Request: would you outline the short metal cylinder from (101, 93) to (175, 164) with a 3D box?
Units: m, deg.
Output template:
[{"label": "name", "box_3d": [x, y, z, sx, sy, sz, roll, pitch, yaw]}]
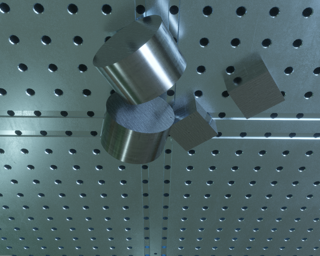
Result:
[{"label": "short metal cylinder", "box_3d": [-0.028, -0.003, 0.373, 0.081, 0.080, 0.050, 11, 129, -10]}]

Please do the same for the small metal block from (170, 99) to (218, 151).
[{"label": "small metal block", "box_3d": [0.041, -0.003, 0.410, 0.050, 0.025, 0.050, -31, 124, 23]}]

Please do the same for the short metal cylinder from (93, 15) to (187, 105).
[{"label": "short metal cylinder", "box_3d": [-0.020, -0.069, 0.316, 0.080, 0.080, 0.050, -24, 126, 19]}]

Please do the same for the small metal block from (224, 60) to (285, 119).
[{"label": "small metal block", "box_3d": [0.114, -0.045, 0.374, 0.050, 0.025, 0.050, -29, 125, 22]}]
